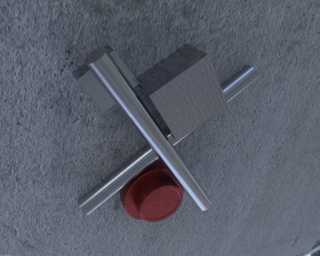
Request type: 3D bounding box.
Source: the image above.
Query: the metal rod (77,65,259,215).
[{"bbox_3d":[0.013,0.015,0.428,0.301,0.025,0.025,-39,130,-2],"label":"metal rod"}]

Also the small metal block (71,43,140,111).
[{"bbox_3d":[-0.060,-0.056,0.344,0.050,0.025,0.050,-40,130,-1],"label":"small metal block"}]

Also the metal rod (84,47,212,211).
[{"bbox_3d":[0.004,0.025,0.394,0.025,0.025,0.300,-38,130,-3],"label":"metal rod"}]

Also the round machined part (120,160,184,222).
[{"bbox_3d":[-0.005,0.099,0.457,0.099,0.042,0.097,-14,125,-21],"label":"round machined part"}]

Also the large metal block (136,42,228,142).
[{"bbox_3d":[0.027,-0.044,0.383,0.080,0.050,0.080,-36,130,-5],"label":"large metal block"}]
